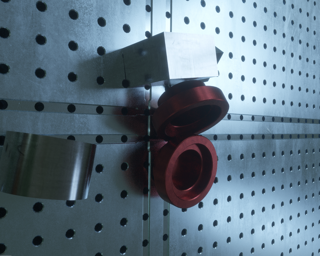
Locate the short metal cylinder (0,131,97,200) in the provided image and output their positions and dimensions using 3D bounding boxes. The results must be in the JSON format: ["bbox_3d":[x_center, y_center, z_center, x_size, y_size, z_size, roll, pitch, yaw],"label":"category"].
[{"bbox_3d":[-0.103,0.034,0.287,0.081,0.080,0.050,14,81,-39],"label":"short metal cylinder"}]

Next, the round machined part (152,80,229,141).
[{"bbox_3d":[0.036,-0.026,0.402,0.099,0.098,0.042,1,57,-40],"label":"round machined part"}]

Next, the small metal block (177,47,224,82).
[{"bbox_3d":[0.055,-0.090,0.434,0.050,0.025,0.050,-19,145,-44],"label":"small metal block"}]

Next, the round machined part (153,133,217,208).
[{"bbox_3d":[0.029,0.054,0.417,0.099,0.042,0.097,-10,105,-39],"label":"round machined part"}]

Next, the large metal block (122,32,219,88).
[{"bbox_3d":[0.012,-0.081,0.382,0.081,0.080,0.050,-11,95,-39],"label":"large metal block"}]
